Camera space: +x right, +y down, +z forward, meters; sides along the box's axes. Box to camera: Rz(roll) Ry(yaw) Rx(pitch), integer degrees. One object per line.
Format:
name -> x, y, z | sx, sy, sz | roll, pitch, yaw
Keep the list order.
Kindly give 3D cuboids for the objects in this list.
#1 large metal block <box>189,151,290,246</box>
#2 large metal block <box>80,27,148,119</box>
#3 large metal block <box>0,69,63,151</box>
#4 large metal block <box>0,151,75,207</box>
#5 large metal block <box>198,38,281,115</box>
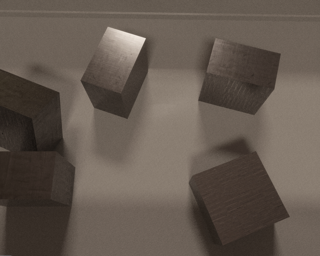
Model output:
large metal block -> 0.089, 0.084, 0.367 | 0.080, 0.050, 0.080 | -20, 72, -8
large metal block -> -0.055, -0.069, 0.405 | 0.050, 0.080, 0.080 | 19, 71, 6
large metal block -> -0.170, -0.013, 0.376 | 0.080, 0.079, 0.050 | 22, 46, 7
large metal block -> -0.150, 0.061, 0.356 | 0.081, 0.080, 0.050 | 0, 70, 0
large metal block -> 0.100, -0.064, 0.405 | 0.080, 0.080, 0.050 | 15, 71, 5
